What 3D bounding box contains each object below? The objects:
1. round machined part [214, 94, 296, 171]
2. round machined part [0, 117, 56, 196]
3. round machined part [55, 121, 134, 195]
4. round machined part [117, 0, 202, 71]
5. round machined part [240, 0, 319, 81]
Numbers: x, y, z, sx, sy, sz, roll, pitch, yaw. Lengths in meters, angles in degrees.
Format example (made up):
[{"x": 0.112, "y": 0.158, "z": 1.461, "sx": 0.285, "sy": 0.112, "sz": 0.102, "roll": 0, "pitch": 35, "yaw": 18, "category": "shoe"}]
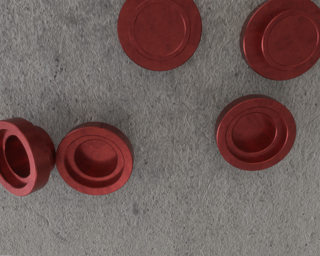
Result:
[{"x": 0.119, "y": 0.003, "z": 0.403, "sx": 0.099, "sy": 0.042, "sz": 0.097, "roll": 0, "pitch": 110, "yaw": 0, "category": "round machined part"}, {"x": -0.172, "y": 0.034, "z": 0.396, "sx": 0.098, "sy": 0.042, "sz": 0.097, "roll": 9, "pitch": 107, "yaw": 31, "category": "round machined part"}, {"x": -0.084, "y": 0.037, "z": 0.413, "sx": 0.099, "sy": 0.042, "sz": 0.097, "roll": 0, "pitch": 110, "yaw": 0, "category": "round machined part"}, {"x": 0.000, "y": -0.114, "z": 0.358, "sx": 0.099, "sy": 0.042, "sz": 0.097, "roll": 0, "pitch": 110, "yaw": 0, "category": "round machined part"}, {"x": 0.148, "y": -0.104, "z": 0.364, "sx": 0.099, "sy": 0.042, "sz": 0.097, "roll": 0, "pitch": 110, "yaw": 0, "category": "round machined part"}]
